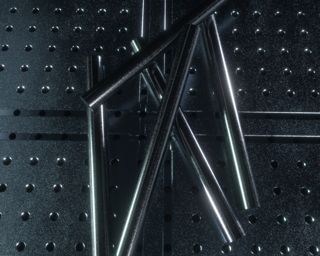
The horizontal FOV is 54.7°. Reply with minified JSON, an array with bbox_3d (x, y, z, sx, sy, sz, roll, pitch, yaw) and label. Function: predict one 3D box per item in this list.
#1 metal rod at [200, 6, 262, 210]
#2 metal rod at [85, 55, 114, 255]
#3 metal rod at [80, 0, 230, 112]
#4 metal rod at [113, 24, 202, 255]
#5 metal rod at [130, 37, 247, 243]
[{"bbox_3d":[0.090,-0.041,0.427,0.025,0.025,0.299,-7,70,-3],"label":"metal rod"},{"bbox_3d":[-0.079,0.041,0.395,0.025,0.025,0.299,-6,70,-3],"label":"metal rod"},{"bbox_3d":[0.016,-0.127,0.430,0.301,0.025,0.025,-42,76,-14],"label":"metal rod"},{"bbox_3d":[0.001,0.007,0.387,0.025,0.025,0.299,16,79,5],"label":"metal rod"},{"bbox_3d":[0.029,0.002,0.411,0.025,0.025,0.299,-23,72,-8],"label":"metal rod"}]
